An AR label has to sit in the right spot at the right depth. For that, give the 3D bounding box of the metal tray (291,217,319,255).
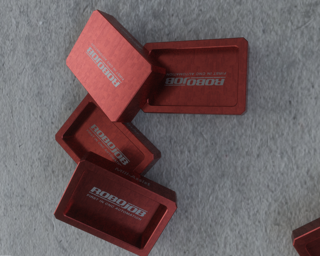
[{"bbox_3d":[0.217,0.154,0.330,0.090,0.030,0.130,-35,79,16],"label":"metal tray"}]

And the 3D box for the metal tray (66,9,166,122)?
[{"bbox_3d":[-0.063,-0.081,0.406,0.130,0.030,0.090,49,115,24],"label":"metal tray"}]

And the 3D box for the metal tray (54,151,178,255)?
[{"bbox_3d":[-0.055,0.098,0.393,0.131,0.030,0.089,27,105,-7],"label":"metal tray"}]

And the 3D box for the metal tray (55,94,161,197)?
[{"bbox_3d":[-0.074,0.025,0.430,0.130,0.030,0.090,45,104,14],"label":"metal tray"}]

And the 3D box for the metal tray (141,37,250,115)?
[{"bbox_3d":[0.043,-0.062,0.390,0.130,0.030,0.089,2,91,19],"label":"metal tray"}]
